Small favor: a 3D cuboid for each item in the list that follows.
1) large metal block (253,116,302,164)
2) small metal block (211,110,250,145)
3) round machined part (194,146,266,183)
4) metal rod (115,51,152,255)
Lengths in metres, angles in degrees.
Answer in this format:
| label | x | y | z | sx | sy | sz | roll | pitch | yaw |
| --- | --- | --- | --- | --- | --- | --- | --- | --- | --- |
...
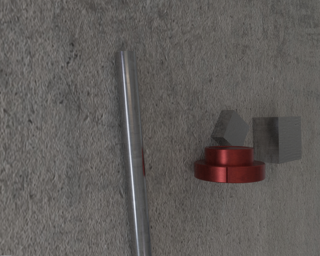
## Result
| label | x | y | z | sx | sy | sz | roll | pitch | yaw |
| --- | --- | --- | --- | --- | --- | --- | --- | --- | --- |
| large metal block | 0.216 | 0.019 | 0.569 | 0.081 | 0.050 | 0.079 | -3 | 92 | -40 |
| small metal block | 0.114 | 0.006 | 0.500 | 0.050 | 0.025 | 0.050 | 39 | 66 | -33 |
| round machined part | 0.098 | 0.048 | 0.439 | 0.099 | 0.098 | 0.042 | -1 | 91 | -40 |
| metal rod | -0.030 | 0.059 | 0.379 | 0.025 | 0.025 | 0.298 | -8 | 95 | -40 |
